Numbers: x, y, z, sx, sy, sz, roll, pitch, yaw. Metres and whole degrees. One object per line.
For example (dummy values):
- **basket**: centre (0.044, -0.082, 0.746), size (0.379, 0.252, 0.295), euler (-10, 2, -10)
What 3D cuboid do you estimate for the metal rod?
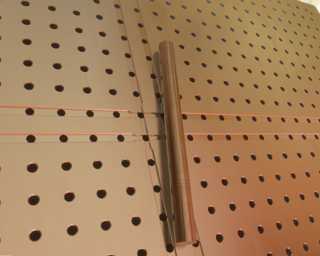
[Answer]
- **metal rod**: centre (0.019, -0.001, 0.420), size (0.025, 0.025, 0.299), euler (10, 57, -23)
